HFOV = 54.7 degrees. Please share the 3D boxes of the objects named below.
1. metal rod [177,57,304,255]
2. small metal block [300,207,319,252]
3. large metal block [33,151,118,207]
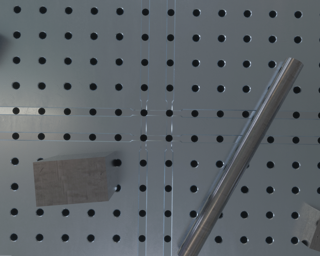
[{"bbox_3d":[0.107,0.043,0.414,0.025,0.025,0.299,29,90,0],"label":"metal rod"},{"bbox_3d":[0.226,0.141,0.416,0.050,0.025,0.050,19,90,0],"label":"small metal block"},{"bbox_3d":[-0.100,0.060,0.385,0.081,0.080,0.050,-4,90,0],"label":"large metal block"}]
